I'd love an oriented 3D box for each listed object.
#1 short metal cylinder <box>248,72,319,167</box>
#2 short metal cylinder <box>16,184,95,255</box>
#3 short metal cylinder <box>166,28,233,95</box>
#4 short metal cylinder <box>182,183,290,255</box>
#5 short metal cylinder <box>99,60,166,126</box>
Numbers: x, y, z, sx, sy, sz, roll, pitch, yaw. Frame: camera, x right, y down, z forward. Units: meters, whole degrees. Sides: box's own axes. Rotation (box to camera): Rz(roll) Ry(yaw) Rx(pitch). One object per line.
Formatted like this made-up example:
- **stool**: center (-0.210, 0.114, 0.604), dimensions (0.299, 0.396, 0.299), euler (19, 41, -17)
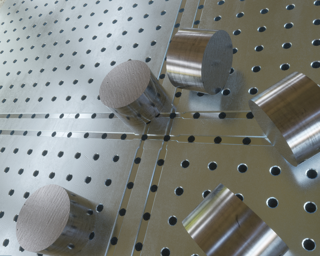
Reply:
- **short metal cylinder**: center (0.133, -0.009, 0.308), dimensions (0.050, 0.080, 0.080), euler (-34, 52, 6)
- **short metal cylinder**: center (-0.130, 0.117, 0.389), dimensions (0.080, 0.050, 0.080), euler (-13, 56, 21)
- **short metal cylinder**: center (0.053, -0.086, 0.398), dimensions (0.050, 0.080, 0.080), euler (17, 71, 35)
- **short metal cylinder**: center (0.066, 0.096, 0.279), dimensions (0.050, 0.080, 0.080), euler (-45, 51, -3)
- **short metal cylinder**: center (-0.039, -0.050, 0.443), dimensions (0.080, 0.050, 0.080), euler (-13, 56, 21)
